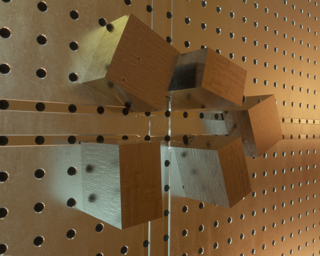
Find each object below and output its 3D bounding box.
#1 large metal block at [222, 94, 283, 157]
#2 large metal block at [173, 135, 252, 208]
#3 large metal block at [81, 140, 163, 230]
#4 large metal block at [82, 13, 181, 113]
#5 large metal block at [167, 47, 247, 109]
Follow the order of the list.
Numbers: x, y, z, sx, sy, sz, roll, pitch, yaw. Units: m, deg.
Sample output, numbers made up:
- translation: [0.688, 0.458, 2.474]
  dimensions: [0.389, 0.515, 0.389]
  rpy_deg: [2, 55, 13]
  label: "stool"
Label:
- translation: [0.158, -0.005, 0.523]
  dimensions: [0.081, 0.050, 0.080]
  rpy_deg: [-27, 107, -37]
  label: "large metal block"
- translation: [0.073, 0.057, 0.433]
  dimensions: [0.050, 0.080, 0.080]
  rpy_deg: [-24, 105, -37]
  label: "large metal block"
- translation: [-0.043, 0.054, 0.336]
  dimensions: [0.050, 0.080, 0.080]
  rpy_deg: [-3, 92, -40]
  label: "large metal block"
- translation: [-0.031, -0.072, 0.365]
  dimensions: [0.080, 0.050, 0.080]
  rpy_deg: [29, 72, -36]
  label: "large metal block"
- translation: [0.057, -0.063, 0.420]
  dimensions: [0.080, 0.080, 0.050]
  rpy_deg: [18, 79, -39]
  label: "large metal block"
